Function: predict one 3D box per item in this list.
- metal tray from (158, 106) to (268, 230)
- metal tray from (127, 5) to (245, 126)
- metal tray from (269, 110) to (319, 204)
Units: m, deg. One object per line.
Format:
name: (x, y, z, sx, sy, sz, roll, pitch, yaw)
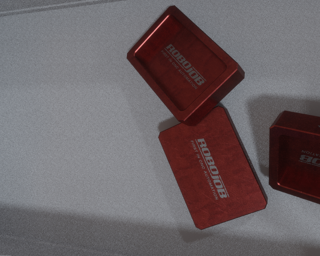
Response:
metal tray: (0.064, 0.048, 0.385, 0.090, 0.030, 0.129, -25, 82, 18)
metal tray: (0.026, -0.078, 0.380, 0.090, 0.030, 0.130, -45, 61, 14)
metal tray: (0.176, 0.039, 0.302, 0.130, 0.030, 0.089, 15, 133, 35)
